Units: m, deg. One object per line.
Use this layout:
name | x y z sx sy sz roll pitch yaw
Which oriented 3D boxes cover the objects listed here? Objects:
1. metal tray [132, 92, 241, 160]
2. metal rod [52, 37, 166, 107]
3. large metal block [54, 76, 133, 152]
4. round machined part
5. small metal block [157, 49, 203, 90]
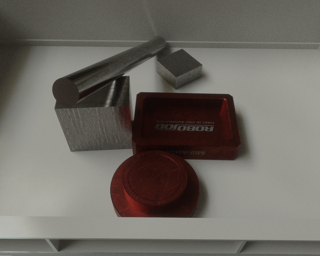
metal tray | 0.032 -0.005 0.405 0.131 0.030 0.090 1 50 0
metal rod | -0.040 -0.086 0.393 0.025 0.025 0.301 13 25 11
large metal block | -0.075 -0.016 0.382 0.081 0.080 0.050 -3 50 -2
round machined part | -0.005 0.063 0.341 0.099 0.042 0.098 0 50 0
small metal block | 0.030 -0.093 0.483 0.050 0.025 0.050 -28 56 -22
